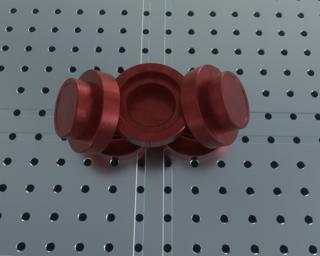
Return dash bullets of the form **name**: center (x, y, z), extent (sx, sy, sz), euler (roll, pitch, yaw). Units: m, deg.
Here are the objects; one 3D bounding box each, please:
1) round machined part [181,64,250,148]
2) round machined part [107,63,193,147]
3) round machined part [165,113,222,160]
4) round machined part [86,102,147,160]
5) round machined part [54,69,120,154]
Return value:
- **round machined part**: center (0.070, -0.028, 0.359), extent (0.042, 0.098, 0.098), euler (-16, 65, 37)
- **round machined part**: center (-0.010, -0.024, 0.365), extent (0.099, 0.042, 0.098), euler (0, 70, -1)
- **round machined part**: center (0.043, -0.010, 0.407), extent (0.099, 0.042, 0.098), euler (0, 70, -1)
- **round machined part**: center (-0.055, -0.010, 0.405), extent (0.099, 0.042, 0.098), euler (0, 70, -1)
- **round machined part**: center (-0.089, -0.020, 0.355), extent (0.042, 0.098, 0.098), euler (10, 65, -37)
